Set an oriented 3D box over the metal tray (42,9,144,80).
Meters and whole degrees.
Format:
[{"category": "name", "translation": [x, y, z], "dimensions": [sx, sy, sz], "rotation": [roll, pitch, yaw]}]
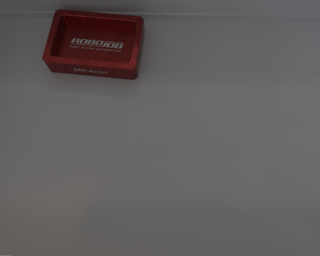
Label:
[{"category": "metal tray", "translation": [-0.093, -0.122, 0.451], "dimensions": [0.131, 0.030, 0.090], "rotation": [6, 70, 2]}]
